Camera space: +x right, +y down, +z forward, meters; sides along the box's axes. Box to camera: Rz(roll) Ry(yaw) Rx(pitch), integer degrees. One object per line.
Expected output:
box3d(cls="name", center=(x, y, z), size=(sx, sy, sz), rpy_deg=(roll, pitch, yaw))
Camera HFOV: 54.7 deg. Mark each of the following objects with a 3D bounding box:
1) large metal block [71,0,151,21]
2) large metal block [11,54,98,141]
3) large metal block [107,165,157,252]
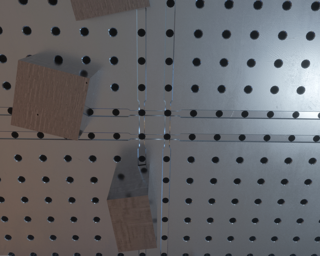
box3d(cls="large metal block", center=(-0.058, -0.166, 0.338), size=(0.080, 0.050, 0.079), rpy_deg=(-10, 110, 3))
box3d(cls="large metal block", center=(-0.129, -0.039, 0.384), size=(0.081, 0.050, 0.079), rpy_deg=(14, 109, -6))
box3d(cls="large metal block", center=(-0.034, 0.107, 0.423), size=(0.050, 0.080, 0.079), rpy_deg=(-7, 110, 2))
